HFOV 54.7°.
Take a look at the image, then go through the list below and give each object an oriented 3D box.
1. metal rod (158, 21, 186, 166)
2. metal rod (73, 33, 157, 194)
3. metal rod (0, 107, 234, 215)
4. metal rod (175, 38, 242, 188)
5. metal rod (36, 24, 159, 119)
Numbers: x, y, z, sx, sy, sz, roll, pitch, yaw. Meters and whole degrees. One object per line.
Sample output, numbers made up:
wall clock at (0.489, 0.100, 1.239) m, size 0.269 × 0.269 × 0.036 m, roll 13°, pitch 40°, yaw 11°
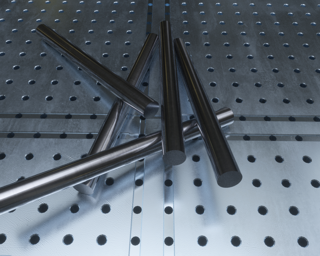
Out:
metal rod at (0.012, -0.072, 0.433) m, size 0.025 × 0.025 × 0.300 m, roll -1°, pitch 44°, yaw -1°
metal rod at (-0.049, -0.043, 0.442) m, size 0.025 × 0.025 × 0.300 m, roll 11°, pitch 51°, yaw 9°
metal rod at (-0.036, 0.029, 0.358) m, size 0.302 × 0.025 × 0.025 m, roll -20°, pitch 53°, yaw -26°
metal rod at (0.049, -0.046, 0.414) m, size 0.025 × 0.025 × 0.300 m, roll -5°, pitch 40°, yaw -5°
metal rod at (-0.109, -0.097, 0.466) m, size 0.025 × 0.025 × 0.300 m, roll -34°, pitch 52°, yaw -25°
